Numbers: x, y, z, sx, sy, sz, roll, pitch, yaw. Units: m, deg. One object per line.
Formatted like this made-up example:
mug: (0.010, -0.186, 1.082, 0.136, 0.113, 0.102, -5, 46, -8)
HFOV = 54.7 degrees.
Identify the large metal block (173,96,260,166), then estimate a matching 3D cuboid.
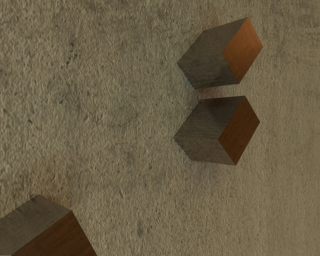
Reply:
large metal block: (0.080, 0.002, 0.435, 0.050, 0.080, 0.080, 52, 60, -28)

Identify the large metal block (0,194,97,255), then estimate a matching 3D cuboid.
large metal block: (-0.117, 0.109, 0.271, 0.081, 0.080, 0.050, -35, 112, -35)

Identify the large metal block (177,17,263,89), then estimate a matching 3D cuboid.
large metal block: (0.085, -0.104, 0.440, 0.050, 0.080, 0.080, 52, 60, -28)
